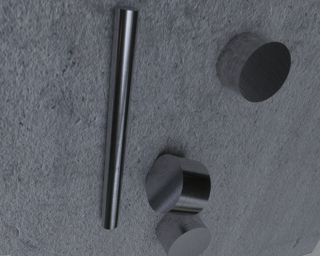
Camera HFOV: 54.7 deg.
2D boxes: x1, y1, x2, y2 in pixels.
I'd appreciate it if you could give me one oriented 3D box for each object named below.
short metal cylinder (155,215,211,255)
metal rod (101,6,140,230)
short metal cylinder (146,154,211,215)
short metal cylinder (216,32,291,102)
[{"bbox_3d":[0.039,0.181,0.524,0.081,0.050,0.079,-14,124,-21],"label":"short metal cylinder"},{"bbox_3d":[-0.053,0.009,0.383,0.025,0.025,0.298,-6,121,-26],"label":"metal rod"},{"bbox_3d":[0.024,0.080,0.435,0.050,0.080,0.080,16,110,-35],"label":"short metal cylinder"},{"bbox_3d":[0.122,-0.080,0.408,0.081,0.050,0.079,-14,124,-21],"label":"short metal cylinder"}]
